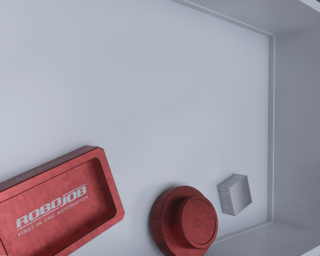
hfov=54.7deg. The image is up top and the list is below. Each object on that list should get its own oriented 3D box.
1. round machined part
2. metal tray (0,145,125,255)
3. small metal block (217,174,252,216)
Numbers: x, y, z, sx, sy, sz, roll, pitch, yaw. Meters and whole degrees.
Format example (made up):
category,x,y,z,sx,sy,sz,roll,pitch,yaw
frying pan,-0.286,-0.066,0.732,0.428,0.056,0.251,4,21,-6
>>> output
category,x,y,z,sx,sy,sz,roll,pitch,yaw
round machined part,0.040,0.126,0.415,0.099,0.042,0.098,15,65,-36
metal tray,-0.106,0.082,0.315,0.131,0.030,0.089,-26,107,-37
small metal block,0.124,0.110,0.514,0.050,0.025,0.050,-23,105,-38
